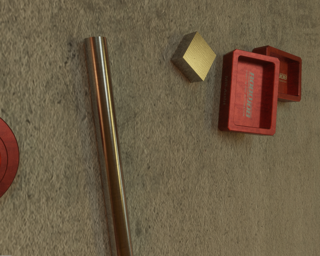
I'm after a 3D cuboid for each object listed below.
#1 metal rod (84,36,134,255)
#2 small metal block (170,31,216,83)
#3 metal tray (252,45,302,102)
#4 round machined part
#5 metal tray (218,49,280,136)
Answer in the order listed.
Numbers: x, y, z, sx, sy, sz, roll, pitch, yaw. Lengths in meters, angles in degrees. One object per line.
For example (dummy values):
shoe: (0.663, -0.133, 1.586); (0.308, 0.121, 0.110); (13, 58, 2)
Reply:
metal rod: (-0.056, 0.048, 0.359); (0.025, 0.025, 0.298); (-11, 97, -40)
small metal block: (0.049, -0.102, 0.448); (0.050, 0.025, 0.050); (42, 65, -32)
metal tray: (0.227, -0.100, 0.594); (0.131, 0.030, 0.089); (2, 89, -40)
round machined part: (-0.167, 0.027, 0.254); (0.099, 0.042, 0.097); (0, 90, -40)
metal tray: (0.147, -0.056, 0.507); (0.091, 0.030, 0.129); (6, 86, -20)
